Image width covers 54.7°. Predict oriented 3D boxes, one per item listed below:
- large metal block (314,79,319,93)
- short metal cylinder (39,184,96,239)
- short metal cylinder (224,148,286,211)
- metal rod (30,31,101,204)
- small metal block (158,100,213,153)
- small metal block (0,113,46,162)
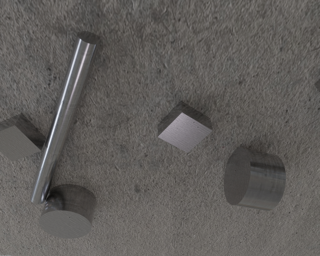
[{"bbox_3d":[0.245,-0.046,0.354,0.080,0.050,0.080,27,125,-21],"label":"large metal block"},{"bbox_3d":[-0.149,0.137,0.506,0.081,0.050,0.079,0,130,0],"label":"short metal cylinder"},{"bbox_3d":[0.130,0.072,0.433,0.050,0.080,0.079,12,129,-10],"label":"short metal cylinder"},{"bbox_3d":[-0.136,0.009,0.413,0.025,0.025,0.298,19,128,-16],"label":"metal rod"},{"bbox_3d":[0.032,-0.001,0.407,0.050,0.025,0.050,29,124,-23],"label":"small metal block"},{"bbox_3d":[-0.193,0.014,0.417,0.050,0.025,0.050,-20,128,16],"label":"small metal block"}]
